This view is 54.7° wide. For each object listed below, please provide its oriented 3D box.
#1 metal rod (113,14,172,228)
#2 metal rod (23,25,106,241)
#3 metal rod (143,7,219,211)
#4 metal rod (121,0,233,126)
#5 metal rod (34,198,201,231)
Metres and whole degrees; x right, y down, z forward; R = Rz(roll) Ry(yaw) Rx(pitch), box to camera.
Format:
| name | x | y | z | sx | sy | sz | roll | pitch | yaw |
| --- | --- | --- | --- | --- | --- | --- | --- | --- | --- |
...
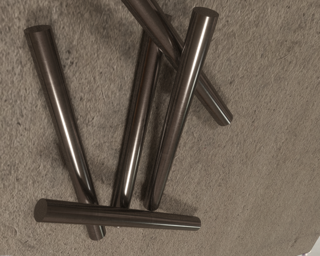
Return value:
| name | x | y | z | sx | sy | sz | roll | pitch | yaw |
| --- | --- | --- | --- | --- | --- | --- | --- | --- | --- |
| metal rod | -0.031 | 0.008 | 0.396 | 0.025 | 0.025 | 0.298 | -1 | 119 | -28 |
| metal rod | -0.102 | 0.031 | 0.370 | 0.025 | 0.025 | 0.298 | -18 | 126 | -18 |
| metal rod | 0.015 | 0.005 | 0.381 | 0.025 | 0.025 | 0.298 | -8 | 134 | -25 |
| metal rod | 0.020 | -0.080 | 0.340 | 0.025 | 0.025 | 0.300 | -45 | 139 | 3 |
| metal rod | -0.033 | 0.129 | 0.439 | 0.301 | 0.025 | 0.025 | 23 | 106 | -47 |
